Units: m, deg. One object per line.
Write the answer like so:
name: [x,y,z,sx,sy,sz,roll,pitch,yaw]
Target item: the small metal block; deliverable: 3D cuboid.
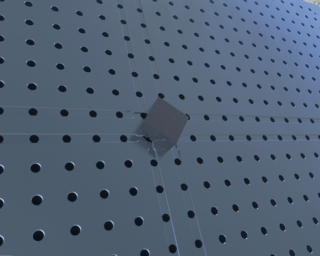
small metal block: [0.004,-0.006,0.413,0.050,0.025,0.050,34,52,-7]
